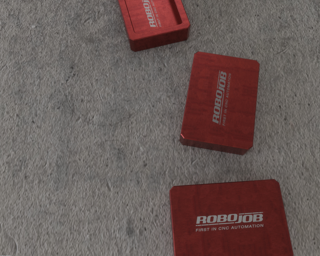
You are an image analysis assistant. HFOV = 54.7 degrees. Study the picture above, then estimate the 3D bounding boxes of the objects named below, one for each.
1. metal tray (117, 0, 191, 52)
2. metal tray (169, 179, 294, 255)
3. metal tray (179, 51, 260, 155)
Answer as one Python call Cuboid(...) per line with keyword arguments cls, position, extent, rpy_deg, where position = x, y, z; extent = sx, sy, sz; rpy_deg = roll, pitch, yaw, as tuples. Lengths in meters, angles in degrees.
Cuboid(cls="metal tray", position=(-0.016, -0.186, 0.473), extent=(0.091, 0.030, 0.130), rpy_deg=(-14, 71, -6))
Cuboid(cls="metal tray", position=(0.079, 0.111, 0.365), extent=(0.131, 0.030, 0.090), rpy_deg=(-4, 70, -2))
Cuboid(cls="metal tray", position=(0.081, -0.035, 0.419), extent=(0.090, 0.030, 0.130), rpy_deg=(10, 70, 3))
